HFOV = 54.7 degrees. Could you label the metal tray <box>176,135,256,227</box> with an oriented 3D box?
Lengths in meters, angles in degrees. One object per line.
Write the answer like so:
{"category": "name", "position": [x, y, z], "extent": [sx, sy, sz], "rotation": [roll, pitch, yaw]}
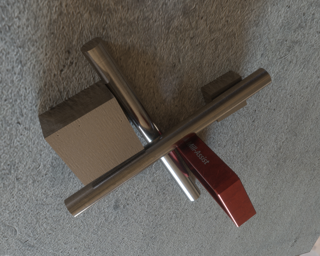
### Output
{"category": "metal tray", "position": [0.066, 0.059, 0.414], "extent": [0.030, 0.130, 0.090], "rotation": [-36, 129, -4]}

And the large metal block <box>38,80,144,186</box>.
{"category": "large metal block", "position": [-0.076, 0.005, 0.353], "extent": [0.080, 0.050, 0.080], "rotation": [-32, 129, -8]}

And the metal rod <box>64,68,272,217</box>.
{"category": "metal rod", "position": [0.015, 0.014, 0.394], "extent": [0.301, 0.025, 0.025], "rotation": [-34, 129, -6]}

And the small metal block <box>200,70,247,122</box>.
{"category": "small metal block", "position": [0.090, -0.044, 0.432], "extent": [0.050, 0.025, 0.050], "rotation": [-31, 129, -9]}

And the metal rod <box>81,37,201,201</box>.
{"category": "metal rod", "position": [-0.008, 0.011, 0.413], "extent": [0.025, 0.025, 0.299], "rotation": [-36, 130, -4]}
